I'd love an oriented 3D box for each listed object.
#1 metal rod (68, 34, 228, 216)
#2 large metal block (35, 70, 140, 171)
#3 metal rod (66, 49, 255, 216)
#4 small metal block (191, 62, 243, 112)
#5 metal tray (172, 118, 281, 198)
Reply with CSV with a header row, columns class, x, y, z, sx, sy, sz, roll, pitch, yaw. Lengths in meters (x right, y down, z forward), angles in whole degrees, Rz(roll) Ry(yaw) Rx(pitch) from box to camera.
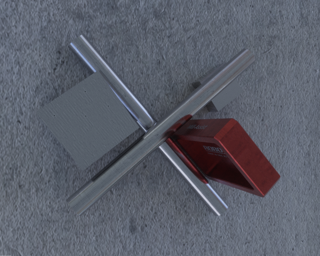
class,x,y,z,sx,sy,sz,roll,pitch,yaw
metal rod,-0.007,0.006,0.409,0.025,0.025,0.300,-44,104,-15
large metal block,-0.085,-0.009,0.365,0.080,0.050,0.080,-39,103,-16
metal rod,0.012,-0.005,0.389,0.301,0.025,0.025,-41,103,-16
small metal block,0.082,-0.058,0.442,0.050,0.025,0.050,-37,102,-16
metal tray,0.073,0.032,0.382,0.030,0.130,0.090,-44,104,-14
